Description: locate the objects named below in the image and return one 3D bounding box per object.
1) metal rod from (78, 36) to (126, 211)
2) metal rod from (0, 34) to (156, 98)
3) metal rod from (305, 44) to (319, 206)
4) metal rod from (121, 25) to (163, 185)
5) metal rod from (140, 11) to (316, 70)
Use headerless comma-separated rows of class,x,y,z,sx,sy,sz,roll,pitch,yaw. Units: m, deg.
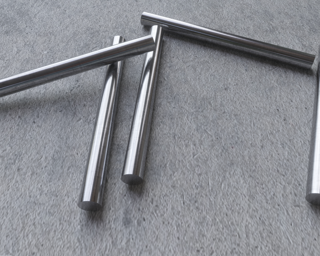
metal rod,-0.072,-0.031,0.428,0.025,0.025,0.300,1,50,1
metal rod,-0.152,-0.081,0.448,0.302,0.025,0.025,-19,52,-7
metal rod,0.226,-0.029,0.428,0.025,0.025,0.301,16,52,13
metal rod,-0.019,-0.055,0.449,0.025,0.025,0.300,4,50,3
metal rod,0.106,-0.153,0.532,0.301,0.025,0.025,20,53,16
